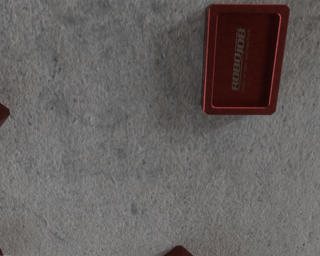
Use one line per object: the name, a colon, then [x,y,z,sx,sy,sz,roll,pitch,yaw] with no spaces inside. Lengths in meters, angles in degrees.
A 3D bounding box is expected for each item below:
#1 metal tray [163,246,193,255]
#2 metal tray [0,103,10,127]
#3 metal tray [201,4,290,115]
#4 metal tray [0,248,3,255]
metal tray: [0.042,0.261,0.504,0.090,0.030,0.130,-41,106,13]
metal tray: [-0.273,0.001,0.403,0.090,0.030,0.130,40,105,-14]
metal tray: [0.099,-0.082,0.378,0.091,0.030,0.129,0,110,-1]
metal tray: [-0.316,0.205,0.478,0.131,0.030,0.089,-9,110,2]
